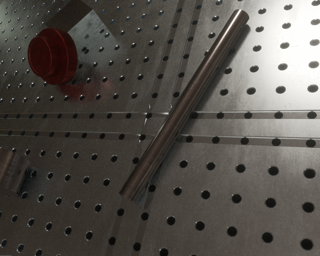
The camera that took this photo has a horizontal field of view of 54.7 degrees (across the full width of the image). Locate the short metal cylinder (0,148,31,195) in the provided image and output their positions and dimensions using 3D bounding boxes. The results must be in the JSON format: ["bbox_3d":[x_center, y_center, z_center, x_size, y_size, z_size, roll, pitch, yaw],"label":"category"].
[{"bbox_3d":[-0.241,0.064,0.458,0.080,0.080,0.050,-2,61,27],"label":"short metal cylinder"}]

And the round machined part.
[{"bbox_3d":[-0.192,-0.123,0.538,0.098,0.042,0.097,9,106,35],"label":"round machined part"}]

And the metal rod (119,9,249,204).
[{"bbox_3d":[0.039,-0.038,0.409,0.025,0.025,0.300,22,73,36],"label":"metal rod"}]

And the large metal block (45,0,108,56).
[{"bbox_3d":[-0.160,-0.194,0.593,0.080,0.050,0.080,-43,51,-2],"label":"large metal block"}]
